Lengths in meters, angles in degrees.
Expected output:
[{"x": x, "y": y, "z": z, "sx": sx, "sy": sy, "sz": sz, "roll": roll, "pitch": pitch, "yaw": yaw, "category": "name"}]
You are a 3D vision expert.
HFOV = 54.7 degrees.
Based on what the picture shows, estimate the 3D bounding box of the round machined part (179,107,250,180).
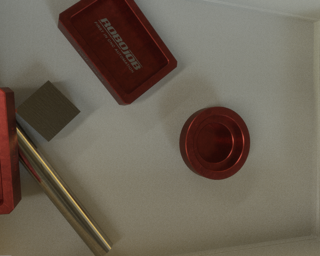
[{"x": 0.071, "y": 0.020, "z": 0.429, "sx": 0.099, "sy": 0.042, "sz": 0.097, "roll": 0, "pitch": 90, "yaw": -21, "category": "round machined part"}]

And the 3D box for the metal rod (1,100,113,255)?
[{"x": -0.150, "y": 0.030, "z": 0.355, "sx": 0.025, "sy": 0.025, "sz": 0.299, "roll": -37, "pitch": 102, "yaw": -16, "category": "metal rod"}]

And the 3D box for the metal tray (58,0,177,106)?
[{"x": -0.051, "y": -0.104, "z": 0.389, "sx": 0.090, "sy": 0.030, "sz": 0.130, "roll": -41, "pitch": 103, "yaw": -16, "category": "metal tray"}]

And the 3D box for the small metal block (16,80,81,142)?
[{"x": -0.131, "y": -0.019, "z": 0.363, "sx": 0.050, "sy": 0.025, "sz": 0.050, "roll": 47, "pitch": 75, "yaw": -14, "category": "small metal block"}]

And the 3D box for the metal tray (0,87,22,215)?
[{"x": -0.198, "y": 0.024, "z": 0.317, "sx": 0.091, "sy": 0.030, "sz": 0.129, "roll": -2, "pitch": 98, "yaw": -9, "category": "metal tray"}]
